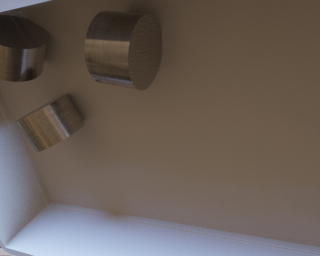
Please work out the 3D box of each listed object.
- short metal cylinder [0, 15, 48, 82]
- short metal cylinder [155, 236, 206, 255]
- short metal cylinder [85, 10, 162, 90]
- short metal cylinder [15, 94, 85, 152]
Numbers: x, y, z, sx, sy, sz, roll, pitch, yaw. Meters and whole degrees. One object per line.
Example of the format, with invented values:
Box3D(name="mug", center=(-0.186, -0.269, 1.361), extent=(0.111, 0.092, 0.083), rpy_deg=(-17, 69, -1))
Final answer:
Box3D(name="short metal cylinder", center=(-0.193, -0.105, 0.407), extent=(0.080, 0.080, 0.050), rpy_deg=(32, 128, 7))
Box3D(name="short metal cylinder", center=(0.036, 0.220, 0.492), extent=(0.080, 0.080, 0.050), rpy_deg=(1, 119, 27))
Box3D(name="short metal cylinder", center=(-0.037, -0.085, 0.339), extent=(0.050, 0.080, 0.079), rpy_deg=(13, 124, 21))
Box3D(name="short metal cylinder", center=(-0.157, -0.009, 0.448), extent=(0.080, 0.080, 0.050), rpy_deg=(-17, 110, 34))
